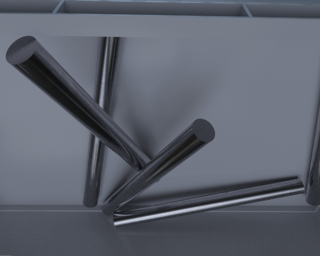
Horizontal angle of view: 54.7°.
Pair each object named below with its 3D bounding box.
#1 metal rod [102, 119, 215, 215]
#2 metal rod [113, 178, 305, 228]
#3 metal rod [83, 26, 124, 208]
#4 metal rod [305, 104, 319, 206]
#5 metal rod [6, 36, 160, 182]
[{"bbox_3d":[-0.023,0.069,0.408,0.025,0.025,0.298,21,145,-17],"label":"metal rod"},{"bbox_3d":[0.076,0.121,0.497,0.302,0.025,0.025,-11,130,2],"label":"metal rod"},{"bbox_3d":[-0.082,0.010,0.416,0.025,0.025,0.298,9,130,-8],"label":"metal rod"},{"bbox_3d":[0.224,0.008,0.419,0.025,0.025,0.298,-9,130,7],"label":"metal rod"},{"bbox_3d":[-0.053,0.009,0.344,0.025,0.025,0.300,-15,151,12],"label":"metal rod"}]
